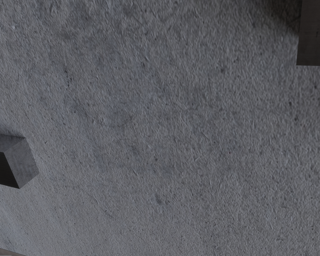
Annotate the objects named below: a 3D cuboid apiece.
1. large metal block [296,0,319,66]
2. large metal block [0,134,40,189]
[{"bbox_3d":[0.138,-0.098,0.237,0.050,0.080,0.079,7,122,25],"label":"large metal block"},{"bbox_3d":[-0.285,0.060,0.579,0.080,0.050,0.079,6,121,25],"label":"large metal block"}]
